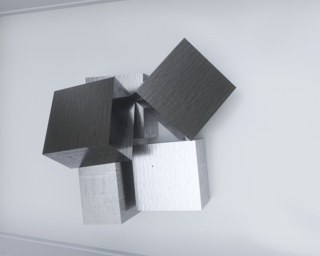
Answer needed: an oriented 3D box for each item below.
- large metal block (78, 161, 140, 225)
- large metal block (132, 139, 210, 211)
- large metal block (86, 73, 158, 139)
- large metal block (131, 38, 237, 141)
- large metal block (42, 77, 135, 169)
[{"bbox_3d":[-0.058,0.073,0.399,0.050,0.080,0.080,-7,88,19],"label":"large metal block"},{"bbox_3d":[0.014,0.057,0.388,0.080,0.050,0.080,-6,88,19],"label":"large metal block"},{"bbox_3d":[-0.050,-0.027,0.412,0.080,0.050,0.079,-1,90,19],"label":"large metal block"},{"bbox_3d":[0.025,-0.042,0.359,0.080,0.050,0.080,42,82,-9],"label":"large metal block"},{"bbox_3d":[-0.078,-0.004,0.353,0.080,0.050,0.080,-10,61,19],"label":"large metal block"}]
